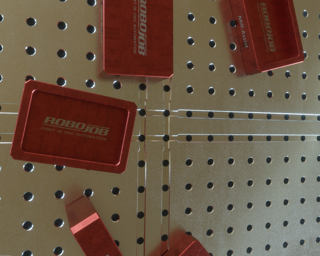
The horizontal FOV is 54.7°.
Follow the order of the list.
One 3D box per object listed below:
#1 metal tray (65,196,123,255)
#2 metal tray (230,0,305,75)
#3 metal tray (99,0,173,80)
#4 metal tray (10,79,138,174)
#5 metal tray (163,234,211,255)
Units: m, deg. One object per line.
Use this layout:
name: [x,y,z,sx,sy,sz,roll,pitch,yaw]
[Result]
metal tray: [-0.061,0.148,0.356,0.030,0.090,0.129,-31,100,-18]
metal tray: [0.164,-0.154,0.471,0.091,0.030,0.129,-16,96,-20]
metal tray: [-0.030,-0.129,0.399,0.091,0.030,0.129,0,90,-21]
metal tray: [-0.100,0.001,0.373,0.131,0.030,0.090,11,86,-20]
metal tray: [0.049,0.226,0.430,0.090,0.030,0.130,-40,103,-16]
